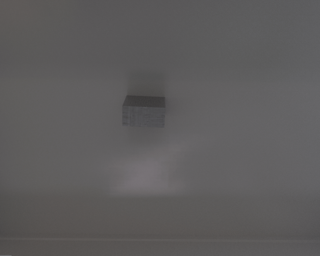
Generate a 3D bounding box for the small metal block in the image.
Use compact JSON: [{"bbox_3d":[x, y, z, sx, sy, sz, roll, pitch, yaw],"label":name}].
[{"bbox_3d":[-0.019,-0.022,0.390,0.050,0.050,0.025,3,110,-1],"label":"small metal block"}]
